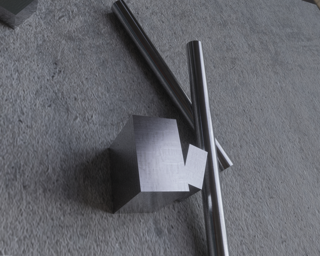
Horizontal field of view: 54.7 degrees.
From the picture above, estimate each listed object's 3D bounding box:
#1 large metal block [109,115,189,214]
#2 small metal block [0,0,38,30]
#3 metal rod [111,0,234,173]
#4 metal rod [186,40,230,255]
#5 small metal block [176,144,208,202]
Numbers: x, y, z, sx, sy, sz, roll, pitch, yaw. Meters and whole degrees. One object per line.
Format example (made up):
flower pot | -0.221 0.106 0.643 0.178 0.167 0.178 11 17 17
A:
large metal block | -0.017 0.042 0.335 0.050 0.080 0.080 6 59 -26
small metal block | -0.195 -0.162 0.399 0.050 0.025 0.050 31 52 -9
metal rod | 0.012 -0.068 0.453 0.025 0.025 0.299 -23 74 -36
metal rod | 0.059 0.019 0.400 0.025 0.025 0.299 7 67 -25
small metal block | 0.030 0.055 0.372 0.025 0.050 0.050 26 53 -13
